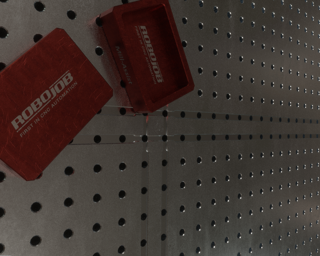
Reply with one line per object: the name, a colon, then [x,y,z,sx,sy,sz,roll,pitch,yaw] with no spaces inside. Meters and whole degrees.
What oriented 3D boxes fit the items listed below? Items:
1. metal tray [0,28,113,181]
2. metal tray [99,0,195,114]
metal tray: [-0.119,-0.025,0.308,0.130,0.030,0.090,-53,121,-27]
metal tray: [-0.012,-0.094,0.397,0.091,0.030,0.129,-31,110,-36]
